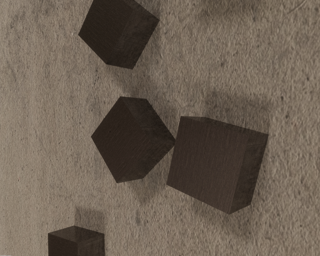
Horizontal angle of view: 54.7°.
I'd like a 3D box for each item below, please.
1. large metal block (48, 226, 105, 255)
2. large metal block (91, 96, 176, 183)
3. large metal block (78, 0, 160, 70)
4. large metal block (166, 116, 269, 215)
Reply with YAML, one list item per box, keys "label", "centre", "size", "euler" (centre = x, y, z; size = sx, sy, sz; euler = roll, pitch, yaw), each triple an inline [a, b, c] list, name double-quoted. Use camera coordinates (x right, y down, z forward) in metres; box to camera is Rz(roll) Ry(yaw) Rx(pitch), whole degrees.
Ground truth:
- label: "large metal block"
  centre: [-0.134, 0.209, 0.496]
  size: [0.080, 0.050, 0.079]
  euler: [-3, 88, 39]
- label: "large metal block"
  centre: [-0.037, 0.015, 0.417]
  size: [0.080, 0.050, 0.080]
  euler: [-49, 61, 28]
- label: "large metal block"
  centre: [-0.060, -0.141, 0.436]
  size: [0.080, 0.050, 0.080]
  euler: [47, 118, 29]
- label: "large metal block"
  centre: [0.061, 0.035, 0.337]
  size: [0.080, 0.050, 0.079]
  euler: [19, 102, 38]
